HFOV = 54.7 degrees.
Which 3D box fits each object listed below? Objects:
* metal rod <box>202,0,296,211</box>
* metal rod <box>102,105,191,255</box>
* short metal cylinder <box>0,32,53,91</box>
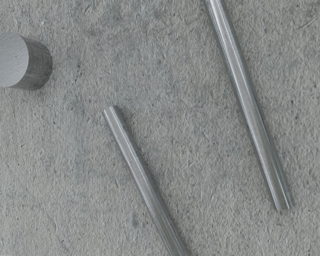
[{"bbox_3d":[0.100,-0.051,0.373,0.025,0.025,0.299,-19,84,19],"label":"metal rod"},{"bbox_3d":[-0.004,0.106,0.410,0.025,0.025,0.299,-30,81,17],"label":"metal rod"},{"bbox_3d":[-0.213,-0.099,0.471,0.080,0.050,0.079,0,90,20],"label":"short metal cylinder"}]
